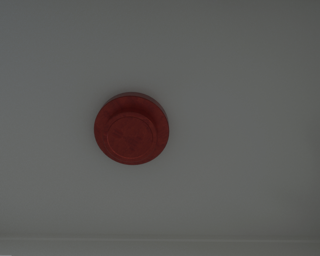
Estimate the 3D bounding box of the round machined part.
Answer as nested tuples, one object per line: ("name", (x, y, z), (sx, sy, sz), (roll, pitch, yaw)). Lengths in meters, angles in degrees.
("round machined part", (-0.037, 0.006, 0.404), (0.099, 0.042, 0.097), (0, 110, 0))
